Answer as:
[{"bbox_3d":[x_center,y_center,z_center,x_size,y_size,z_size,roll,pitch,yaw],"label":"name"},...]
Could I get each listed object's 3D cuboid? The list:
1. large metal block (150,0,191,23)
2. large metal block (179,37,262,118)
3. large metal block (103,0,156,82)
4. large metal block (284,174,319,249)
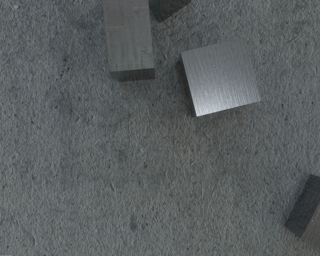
[{"bbox_3d":[-0.002,-0.189,0.382,0.050,0.080,0.080,-35,90,0],"label":"large metal block"},{"bbox_3d":[0.074,-0.062,0.398,0.080,0.050,0.080,-14,90,0],"label":"large metal block"},{"bbox_3d":[-0.035,-0.104,0.382,0.050,0.080,0.080,-5,90,0],"label":"large metal block"},{"bbox_3d":[0.224,0.117,0.399,0.080,0.050,0.080,27,90,0],"label":"large metal block"}]
